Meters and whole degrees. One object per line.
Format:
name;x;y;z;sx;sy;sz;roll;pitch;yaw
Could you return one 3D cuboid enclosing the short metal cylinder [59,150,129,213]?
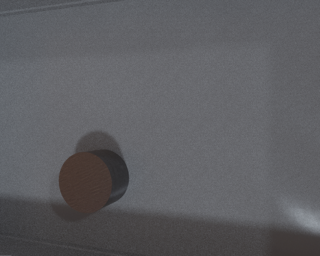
short metal cylinder;-0.090;0.071;0.428;0.080;0.050;0.079;0;90;19
